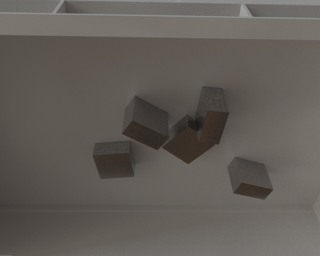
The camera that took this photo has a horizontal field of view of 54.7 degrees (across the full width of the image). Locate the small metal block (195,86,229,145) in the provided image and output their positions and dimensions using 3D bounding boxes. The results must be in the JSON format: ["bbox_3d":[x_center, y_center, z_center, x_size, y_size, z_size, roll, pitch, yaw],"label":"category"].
[{"bbox_3d":[0.062,-0.016,0.380,0.025,0.050,0.050,5,130,-5],"label":"small metal block"}]

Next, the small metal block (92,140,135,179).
[{"bbox_3d":[-0.065,0.046,0.448,0.050,0.025,0.050,-5,130,3],"label":"small metal block"}]

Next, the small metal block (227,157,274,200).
[{"bbox_3d":[0.132,0.074,0.458,0.050,0.050,0.025,14,129,-12],"label":"small metal block"}]

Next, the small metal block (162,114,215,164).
[{"bbox_3d":[0.038,0.017,0.424,0.050,0.025,0.050,34,122,-26],"label":"small metal block"}]

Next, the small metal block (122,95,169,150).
[{"bbox_3d":[-0.017,-0.007,0.387,0.050,0.050,0.025,26,125,-21],"label":"small metal block"}]
